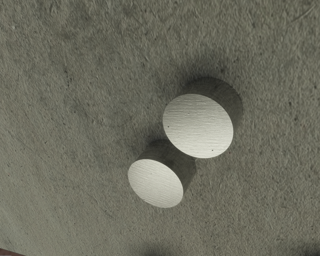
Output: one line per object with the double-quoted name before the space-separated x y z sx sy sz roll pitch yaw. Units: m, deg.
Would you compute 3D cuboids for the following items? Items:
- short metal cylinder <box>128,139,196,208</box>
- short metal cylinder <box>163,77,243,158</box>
"short metal cylinder" 0.004 0.062 0.428 0.080 0.050 0.079 13 124 21
"short metal cylinder" 0.050 -0.012 0.357 0.080 0.050 0.079 13 124 21
